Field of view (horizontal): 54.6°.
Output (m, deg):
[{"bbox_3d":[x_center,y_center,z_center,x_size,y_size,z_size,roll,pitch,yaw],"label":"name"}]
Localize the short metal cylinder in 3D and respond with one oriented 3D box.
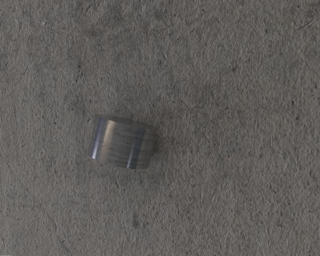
[{"bbox_3d":[-0.047,0.016,0.397,0.080,0.080,0.050,16,95,19],"label":"short metal cylinder"}]
